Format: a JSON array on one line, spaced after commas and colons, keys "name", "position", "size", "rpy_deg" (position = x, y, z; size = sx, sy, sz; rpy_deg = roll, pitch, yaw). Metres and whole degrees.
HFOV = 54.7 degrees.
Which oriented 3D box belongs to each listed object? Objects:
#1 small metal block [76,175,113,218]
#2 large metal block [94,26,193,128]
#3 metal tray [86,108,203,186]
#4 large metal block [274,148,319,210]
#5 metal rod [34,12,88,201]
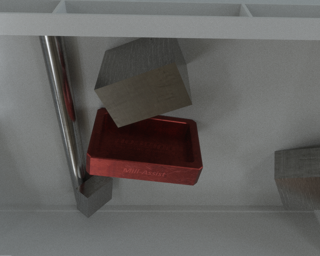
[{"name": "small metal block", "position": [-0.100, 0.101, 0.474], "size": [0.025, 0.050, 0.050], "rpy_deg": [32, 134, 24]}, {"name": "large metal block", "position": [-0.015, -0.055, 0.326], "size": [0.080, 0.080, 0.050], "rpy_deg": [-17, 128, 13]}, {"name": "metal tray", "position": [-0.018, 0.021, 0.383], "size": [0.131, 0.090, 0.030], "rpy_deg": [7, 130, -7]}, {"name": "large metal block", "position": [0.215, 0.075, 0.447], "size": [0.080, 0.050, 0.080], "rpy_deg": [-8, 132, 27]}, {"name": "metal rod", "position": [-0.119, 0.001, 0.408], "size": [0.025, 0.025, 0.298], "rpy_deg": [1, 130, -2]}]
